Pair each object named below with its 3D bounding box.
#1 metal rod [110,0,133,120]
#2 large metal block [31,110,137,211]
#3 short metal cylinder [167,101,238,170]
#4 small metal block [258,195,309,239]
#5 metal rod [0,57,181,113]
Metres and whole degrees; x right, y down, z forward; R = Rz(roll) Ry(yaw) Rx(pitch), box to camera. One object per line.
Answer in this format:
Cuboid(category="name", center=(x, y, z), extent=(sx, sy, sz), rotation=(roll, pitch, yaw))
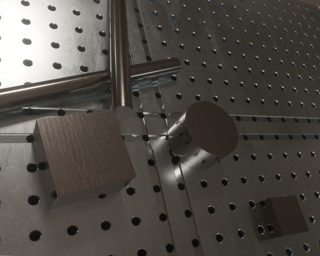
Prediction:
Cuboid(category="metal rod", center=(-0.058, -0.137, 0.438), extent=(0.025, 0.025, 0.299), rotation=(11, 50, -23))
Cuboid(category="large metal block", center=(-0.083, 0.032, 0.329), extent=(0.081, 0.050, 0.080), rotation=(-10, 67, -33))
Cuboid(category="short metal cylinder", center=(0.057, 0.011, 0.418), extent=(0.081, 0.050, 0.080), rotation=(14, 56, -21))
Cuboid(category="small metal block", center=(0.170, 0.122, 0.428), extent=(0.050, 0.025, 0.050), rotation=(2, 61, -27))
Cuboid(category="metal rod", center=(-0.092, -0.057, 0.394), extent=(0.302, 0.025, 0.025), rotation=(-19, 72, -36))
